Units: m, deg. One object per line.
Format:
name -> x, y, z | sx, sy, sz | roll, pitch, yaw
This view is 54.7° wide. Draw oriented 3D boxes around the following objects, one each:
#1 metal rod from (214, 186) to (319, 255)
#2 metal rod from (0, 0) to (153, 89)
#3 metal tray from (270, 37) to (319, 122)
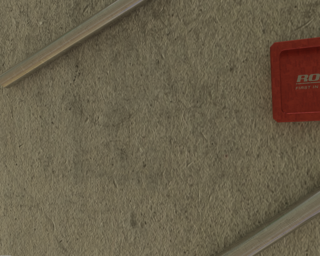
metal rod -> 0.170, 0.088, 0.349 | 0.300, 0.025, 0.025 | -40, 78, 15
metal rod -> -0.117, -0.135, 0.448 | 0.300, 0.025, 0.025 | -25, 82, 17
metal tray -> 0.191, -0.053, 0.339 | 0.130, 0.030, 0.089 | -2, 89, 19
